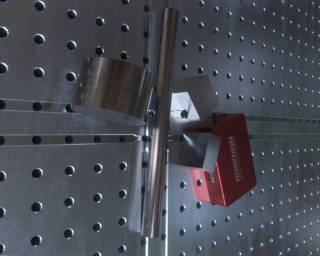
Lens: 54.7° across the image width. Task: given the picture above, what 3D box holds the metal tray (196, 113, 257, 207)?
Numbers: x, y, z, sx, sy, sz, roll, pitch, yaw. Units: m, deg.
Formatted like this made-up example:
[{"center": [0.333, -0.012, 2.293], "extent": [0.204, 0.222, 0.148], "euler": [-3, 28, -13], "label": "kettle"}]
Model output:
[{"center": [0.110, 0.049, 0.501], "extent": [0.091, 0.030, 0.129], "euler": [-22, 104, -38], "label": "metal tray"}]

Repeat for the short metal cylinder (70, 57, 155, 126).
[{"center": [-0.050, -0.036, 0.333], "extent": [0.080, 0.080, 0.050], "euler": [18, 79, -39], "label": "short metal cylinder"}]

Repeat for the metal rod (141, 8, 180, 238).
[{"center": [0.001, -0.010, 0.411], "extent": [0.025, 0.025, 0.298], "euler": [9, 85, -40], "label": "metal rod"}]

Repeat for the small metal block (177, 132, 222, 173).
[{"center": [0.055, 0.034, 0.442], "extent": [0.025, 0.050, 0.050], "euler": [23, 75, -38], "label": "small metal block"}]

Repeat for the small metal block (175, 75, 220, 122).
[{"center": [0.056, -0.044, 0.459], "extent": [0.050, 0.025, 0.050], "euler": [-42, 116, -32], "label": "small metal block"}]
